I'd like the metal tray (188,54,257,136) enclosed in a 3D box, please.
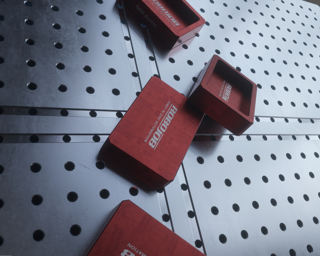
[{"bbox_3d":[0.100,-0.054,0.470,0.090,0.030,0.130,36,36,-5],"label":"metal tray"}]

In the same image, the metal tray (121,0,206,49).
[{"bbox_3d":[0.005,-0.204,0.531,0.130,0.030,0.090,47,51,4],"label":"metal tray"}]

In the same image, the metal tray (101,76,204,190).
[{"bbox_3d":[-0.004,0.002,0.401,0.090,0.030,0.130,34,51,-6],"label":"metal tray"}]

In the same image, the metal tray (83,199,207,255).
[{"bbox_3d":[-0.010,0.146,0.310,0.130,0.030,0.090,37,51,-4],"label":"metal tray"}]
